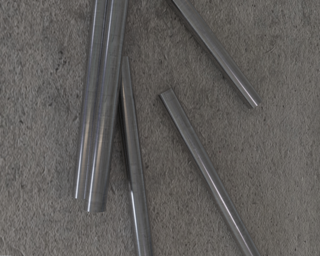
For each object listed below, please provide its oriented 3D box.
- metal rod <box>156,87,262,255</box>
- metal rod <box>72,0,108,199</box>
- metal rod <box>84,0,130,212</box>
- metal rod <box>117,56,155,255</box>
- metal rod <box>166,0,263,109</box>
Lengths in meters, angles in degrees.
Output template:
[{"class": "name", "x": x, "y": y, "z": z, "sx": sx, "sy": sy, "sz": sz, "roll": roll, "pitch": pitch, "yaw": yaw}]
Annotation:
[{"class": "metal rod", "x": 0.077, "y": 0.080, "z": 0.437, "sx": 0.025, "sy": 0.025, "sz": 0.299, "roll": -32, "pitch": 101, "yaw": -17}, {"class": "metal rod", "x": -0.079, "y": -0.065, "z": 0.379, "sx": 0.025, "sy": 0.025, "sz": 0.298, "roll": 6, "pitch": 88, "yaw": -20}, {"class": "metal rod", "x": -0.059, "y": -0.054, "z": 0.363, "sx": 0.025, "sy": 0.025, "sz": 0.298, "roll": 7, "pitch": 87, "yaw": -20}, {"class": "metal rod", "x": -0.032, "y": 0.060, "z": 0.397, "sx": 0.025, "sy": 0.025, "sz": 0.298, "roll": -8, "pitch": 93, "yaw": -20}, {"class": "metal rod", "x": 0.046, "y": -0.147, "z": 0.425, "sx": 0.025, "sy": 0.025, "sz": 0.300, "roll": -45, "pitch": 104, "yaw": -14}]
